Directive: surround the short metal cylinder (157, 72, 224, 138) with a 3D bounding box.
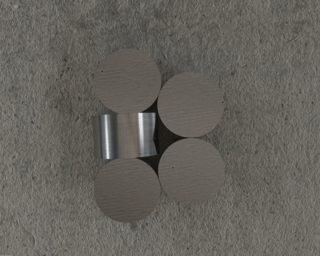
[{"bbox_3d":[0.037,-0.029,0.398,0.081,0.050,0.080,0,91,0],"label":"short metal cylinder"}]

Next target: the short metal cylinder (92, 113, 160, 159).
[{"bbox_3d":[-0.042,0.009,0.383,0.080,0.080,0.050,-3,90,0],"label":"short metal cylinder"}]

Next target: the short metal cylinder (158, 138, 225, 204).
[{"bbox_3d":[0.038,0.051,0.398,0.080,0.050,0.080,0,91,1],"label":"short metal cylinder"}]

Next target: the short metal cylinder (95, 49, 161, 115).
[{"bbox_3d":[-0.038,-0.056,0.398,0.080,0.050,0.080,0,90,1],"label":"short metal cylinder"}]

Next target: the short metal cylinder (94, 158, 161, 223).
[{"bbox_3d":[-0.039,0.074,0.398,0.080,0.050,0.080,0,90,1],"label":"short metal cylinder"}]
